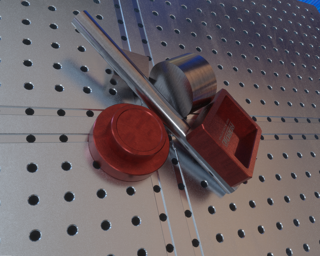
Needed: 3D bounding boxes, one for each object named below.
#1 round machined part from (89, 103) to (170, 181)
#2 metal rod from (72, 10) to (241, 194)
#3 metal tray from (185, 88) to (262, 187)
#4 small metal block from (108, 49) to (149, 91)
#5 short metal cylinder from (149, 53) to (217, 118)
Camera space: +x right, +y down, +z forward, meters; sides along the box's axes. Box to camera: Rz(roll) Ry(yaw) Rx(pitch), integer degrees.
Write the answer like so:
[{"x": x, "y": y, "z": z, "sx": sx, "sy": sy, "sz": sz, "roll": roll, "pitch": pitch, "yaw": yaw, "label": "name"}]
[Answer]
[{"x": -0.032, "y": 0.011, "z": 0.374, "sx": 0.099, "sy": 0.042, "sz": 0.098, "roll": 14, "pitch": 56, "yaw": -21, "label": "round machined part"}, {"x": -0.001, "y": -0.030, "z": 0.405, "sx": 0.300, "sy": 0.025, "sz": 0.025, "roll": 48, "pitch": 51, "yaw": -5, "label": "metal rod"}, {"x": 0.093, "y": 0.008, "z": 0.425, "sx": 0.090, "sy": 0.030, "sz": 0.131, "roll": 46, "pitch": 35, "yaw": -6, "label": "metal tray"}, {"x": -0.044, "y": -0.080, "z": 0.435, "sx": 0.050, "sy": 0.025, "sz": 0.050, "roll": 13, "pitch": 56, "yaw": -22, "label": "small metal block"}, {"x": 0.030, "y": -0.058, "z": 0.426, "sx": 0.050, "sy": 0.080, "sz": 0.080, "roll": -28, "pitch": 78, "yaw": -38, "label": "short metal cylinder"}]
